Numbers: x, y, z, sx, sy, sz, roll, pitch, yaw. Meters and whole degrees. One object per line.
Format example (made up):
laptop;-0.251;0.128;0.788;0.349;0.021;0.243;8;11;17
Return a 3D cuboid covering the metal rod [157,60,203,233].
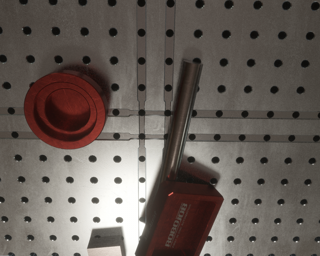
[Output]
metal rod;0.015;0.056;0.434;0.025;0.025;0.298;9;110;-4

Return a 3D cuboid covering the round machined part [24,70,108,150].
round machined part;-0.115;-0.025;0.393;0.099;0.042;0.097;0;110;-1

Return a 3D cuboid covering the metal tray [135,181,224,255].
metal tray;0.027;0.142;0.443;0.091;0.030;0.129;11;108;-27

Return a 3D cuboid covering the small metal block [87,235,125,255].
small metal block;-0.083;0.198;0.485;0.050;0.025;0.050;-5;110;1
